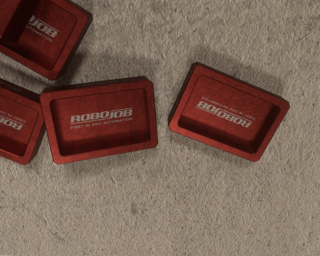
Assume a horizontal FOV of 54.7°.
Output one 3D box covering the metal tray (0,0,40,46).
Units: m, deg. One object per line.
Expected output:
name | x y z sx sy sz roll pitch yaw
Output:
metal tray | -0.192 -0.156 0.320 0.130 0.030 0.090 30 92 2

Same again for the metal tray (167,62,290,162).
metal tray | 0.086 -0.019 0.401 0.131 0.030 0.089 21 109 -8

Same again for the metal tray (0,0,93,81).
metal tray | -0.157 -0.126 0.358 0.131 0.030 0.090 30 107 -11

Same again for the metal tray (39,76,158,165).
metal tray | -0.072 -0.011 0.385 0.131 0.030 0.089 -9 111 -12

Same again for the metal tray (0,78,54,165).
metal tray | -0.214 -0.017 0.397 0.131 0.030 0.089 24 108 -9
